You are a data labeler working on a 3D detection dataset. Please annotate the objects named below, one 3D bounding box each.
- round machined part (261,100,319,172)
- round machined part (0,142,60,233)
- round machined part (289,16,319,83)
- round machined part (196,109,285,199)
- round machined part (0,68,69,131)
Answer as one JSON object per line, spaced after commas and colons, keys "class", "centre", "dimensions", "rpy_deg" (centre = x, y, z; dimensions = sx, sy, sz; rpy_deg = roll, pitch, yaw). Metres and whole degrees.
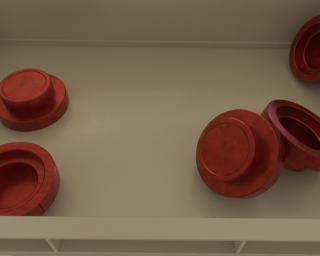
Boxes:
{"class": "round machined part", "centre": [0.161, 0.014, 0.371], "dimensions": [0.099, 0.042, 0.098], "rpy_deg": [16, 40, -14]}
{"class": "round machined part", "centre": [-0.158, 0.066, 0.336], "dimensions": [0.099, 0.042, 0.098], "rpy_deg": [0, 50, 0]}
{"class": "round machined part", "centre": [0.245, -0.114, 0.462], "dimensions": [0.042, 0.097, 0.098], "rpy_deg": [6, 47, -21]}
{"class": "round machined part", "centre": [0.079, 0.026, 0.337], "dimensions": [0.098, 0.042, 0.098], "rpy_deg": [-14, 68, 38]}
{"class": "round machined part", "centre": [-0.181, -0.045, 0.430], "dimensions": [0.099, 0.042, 0.098], "rpy_deg": [0, 50, 0]}
